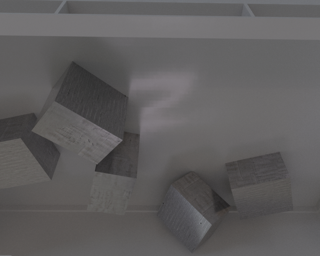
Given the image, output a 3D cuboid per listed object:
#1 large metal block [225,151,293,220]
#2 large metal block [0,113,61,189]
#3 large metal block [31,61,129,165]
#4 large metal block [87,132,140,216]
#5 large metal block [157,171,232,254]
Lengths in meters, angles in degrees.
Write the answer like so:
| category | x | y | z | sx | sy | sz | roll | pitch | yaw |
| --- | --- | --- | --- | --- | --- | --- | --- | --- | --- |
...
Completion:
| category | x | y | z | sx | sy | sz | roll | pitch | yaw |
| --- | --- | --- | --- | --- | --- | --- | --- | --- | --- |
| large metal block | 0.151 | 0.089 | 0.470 | 0.080 | 0.050 | 0.080 | -14 | 129 | 11 |
| large metal block | -0.195 | 0.033 | 0.418 | 0.080 | 0.050 | 0.080 | -11 | 130 | 9 |
| large metal block | -0.087 | -0.018 | 0.357 | 0.080 | 0.080 | 0.050 | 33 | 123 | -25 |
| large metal block | -0.063 | 0.059 | 0.423 | 0.050 | 0.080 | 0.079 | 12 | 129 | -10 |
| large metal block | 0.049 | 0.128 | 0.474 | 0.050 | 0.080 | 0.079 | -24 | 145 | -41 |
